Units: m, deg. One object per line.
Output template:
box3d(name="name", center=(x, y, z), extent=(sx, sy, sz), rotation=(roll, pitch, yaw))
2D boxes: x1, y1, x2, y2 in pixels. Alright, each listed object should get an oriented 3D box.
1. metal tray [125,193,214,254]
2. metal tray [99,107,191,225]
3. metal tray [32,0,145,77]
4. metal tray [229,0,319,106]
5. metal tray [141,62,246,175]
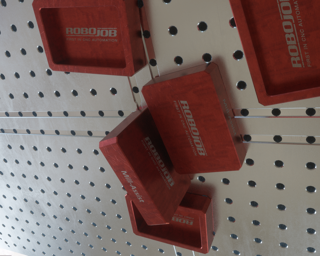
box3d(name="metal tray", center=(0.015, 0.140, 0.485), extent=(0.130, 0.030, 0.089), rotation=(6, 121, 24))
box3d(name="metal tray", center=(-0.013, 0.049, 0.404), extent=(0.030, 0.090, 0.130), rotation=(-18, 109, 35))
box3d(name="metal tray", center=(-0.087, -0.114, 0.381), extent=(0.130, 0.030, 0.089), rotation=(8, 122, 23))
box3d(name="metal tray", center=(0.123, -0.091, 0.286), extent=(0.090, 0.030, 0.129), rotation=(-10, 114, 32))
box3d(name="metal tray", center=(0.043, -0.006, 0.381), extent=(0.090, 0.030, 0.129), rotation=(-10, 114, 32))
